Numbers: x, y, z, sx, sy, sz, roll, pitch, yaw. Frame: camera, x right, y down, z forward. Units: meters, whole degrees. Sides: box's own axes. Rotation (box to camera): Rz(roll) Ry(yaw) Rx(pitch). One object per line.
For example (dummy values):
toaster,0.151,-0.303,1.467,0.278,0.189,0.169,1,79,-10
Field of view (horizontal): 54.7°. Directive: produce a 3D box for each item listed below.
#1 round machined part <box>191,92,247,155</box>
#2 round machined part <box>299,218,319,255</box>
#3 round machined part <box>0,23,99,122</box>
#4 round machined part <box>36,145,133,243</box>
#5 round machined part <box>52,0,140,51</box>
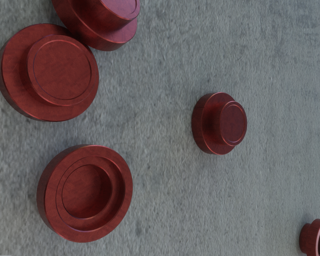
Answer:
round machined part,0.098,-0.007,0.478,0.099,0.042,0.097,0,90,-40
round machined part,0.347,0.251,0.690,0.099,0.042,0.097,0,90,-40
round machined part,-0.104,-0.055,0.308,0.099,0.042,0.097,0,90,-40
round machined part,-0.081,0.066,0.327,0.099,0.042,0.097,0,90,-40
round machined part,-0.060,-0.134,0.325,0.098,0.042,0.098,25,54,-40
